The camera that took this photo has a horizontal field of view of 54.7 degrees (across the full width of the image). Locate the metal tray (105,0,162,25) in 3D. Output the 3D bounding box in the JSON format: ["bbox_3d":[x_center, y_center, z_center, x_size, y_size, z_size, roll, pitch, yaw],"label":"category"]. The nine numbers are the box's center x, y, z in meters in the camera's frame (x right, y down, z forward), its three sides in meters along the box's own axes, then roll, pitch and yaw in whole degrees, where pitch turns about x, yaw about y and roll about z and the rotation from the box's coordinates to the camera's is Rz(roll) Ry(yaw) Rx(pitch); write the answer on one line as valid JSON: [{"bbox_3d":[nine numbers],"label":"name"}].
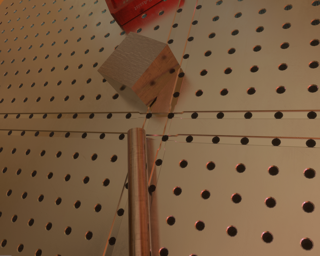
[{"bbox_3d":[-0.039,-0.259,0.581,0.130,0.030,0.090,-29,52,9],"label":"metal tray"}]

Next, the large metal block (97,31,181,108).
[{"bbox_3d":[-0.031,-0.088,0.461,0.080,0.050,0.080,31,78,37],"label":"large metal block"}]

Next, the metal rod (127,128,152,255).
[{"bbox_3d":[-0.022,0.131,0.337,0.025,0.025,0.299,-17,55,18],"label":"metal rod"}]
